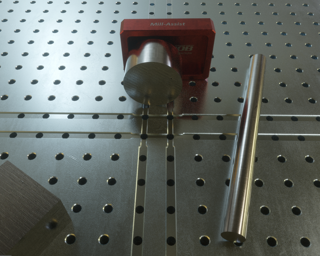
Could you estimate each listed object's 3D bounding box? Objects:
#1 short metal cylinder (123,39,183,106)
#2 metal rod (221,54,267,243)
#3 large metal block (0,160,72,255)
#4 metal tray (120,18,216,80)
[{"bbox_3d":[-0.009,-0.077,0.436,0.080,0.080,0.050,2,50,1],"label":"short metal cylinder"},{"bbox_3d":[0.117,0.001,0.407,0.025,0.025,0.300,13,51,10],"label":"metal rod"},{"bbox_3d":[-0.152,0.093,0.312,0.080,0.050,0.080,28,55,21],"label":"large metal block"},{"bbox_3d":[0.011,-0.115,0.461,0.131,0.089,0.030,-1,50,-1],"label":"metal tray"}]
